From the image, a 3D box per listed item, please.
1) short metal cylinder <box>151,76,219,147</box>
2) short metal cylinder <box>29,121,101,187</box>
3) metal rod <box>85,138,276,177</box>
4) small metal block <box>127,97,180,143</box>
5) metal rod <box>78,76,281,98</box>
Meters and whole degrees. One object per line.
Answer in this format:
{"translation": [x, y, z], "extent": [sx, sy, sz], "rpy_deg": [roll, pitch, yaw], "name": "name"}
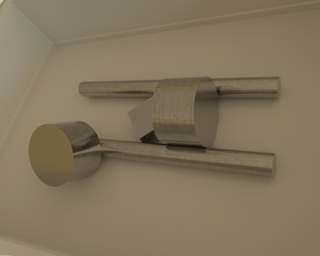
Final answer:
{"translation": [0.032, -0.019, 0.363], "extent": [0.050, 0.080, 0.080], "rpy_deg": [2, 63, 29], "name": "short metal cylinder"}
{"translation": [-0.125, 0.032, 0.410], "extent": [0.080, 0.050, 0.079], "rpy_deg": [4, 98, 29], "name": "short metal cylinder"}
{"translation": [-0.014, 0.031, 0.390], "extent": [0.300, 0.025, 0.025], "rpy_deg": [3, 63, 29], "name": "metal rod"}
{"translation": [-0.009, -0.011, 0.414], "extent": [0.050, 0.025, 0.050], "rpy_deg": [-33, 52, 6], "name": "small metal block"}
{"translation": [0.007, -0.055, 0.432], "extent": [0.300, 0.025, 0.025], "rpy_deg": [3, 64, 29], "name": "metal rod"}
